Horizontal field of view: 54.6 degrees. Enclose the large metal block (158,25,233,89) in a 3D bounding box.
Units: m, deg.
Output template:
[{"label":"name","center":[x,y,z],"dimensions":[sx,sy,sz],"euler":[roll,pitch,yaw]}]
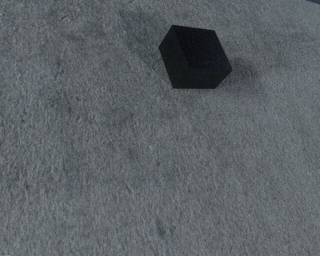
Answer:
[{"label":"large metal block","center":[0.054,-0.108,0.482],"dimensions":[0.081,0.050,0.080],"euler":[-4,64,-30]}]
